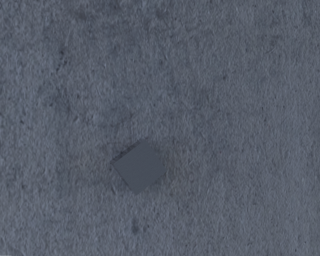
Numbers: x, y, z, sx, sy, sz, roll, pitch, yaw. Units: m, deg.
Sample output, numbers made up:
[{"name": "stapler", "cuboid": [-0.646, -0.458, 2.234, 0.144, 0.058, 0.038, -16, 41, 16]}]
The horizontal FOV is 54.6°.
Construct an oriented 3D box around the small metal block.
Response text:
[{"name": "small metal block", "cuboid": [-0.028, 0.049, 0.399, 0.050, 0.025, 0.050, -37, 102, -16]}]
